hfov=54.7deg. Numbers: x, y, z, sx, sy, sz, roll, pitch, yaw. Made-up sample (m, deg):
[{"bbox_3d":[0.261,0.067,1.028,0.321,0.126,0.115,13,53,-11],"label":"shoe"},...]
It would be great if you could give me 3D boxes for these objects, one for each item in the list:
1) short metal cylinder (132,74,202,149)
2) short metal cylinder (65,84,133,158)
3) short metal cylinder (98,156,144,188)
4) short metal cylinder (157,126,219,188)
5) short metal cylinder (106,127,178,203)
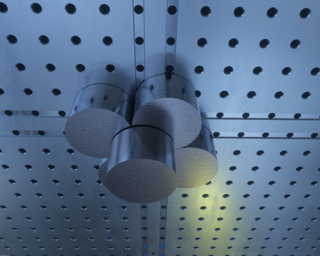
[{"bbox_3d":[0.008,-0.018,0.379,0.081,0.050,0.079,0,130,0],"label":"short metal cylinder"},{"bbox_3d":[-0.072,-0.008,0.387,0.081,0.050,0.079,0,130,0],"label":"short metal cylinder"},{"bbox_3d":[-0.043,0.049,0.435,0.081,0.050,0.079,0,130,0],"label":"short metal cylinder"},{"bbox_3d":[0.037,0.038,0.428,0.081,0.050,0.079,0,130,0],"label":"short metal cylinder"},{"bbox_3d":[-0.021,0.045,0.365,0.081,0.050,0.079,-1,132,-1],"label":"short metal cylinder"}]
